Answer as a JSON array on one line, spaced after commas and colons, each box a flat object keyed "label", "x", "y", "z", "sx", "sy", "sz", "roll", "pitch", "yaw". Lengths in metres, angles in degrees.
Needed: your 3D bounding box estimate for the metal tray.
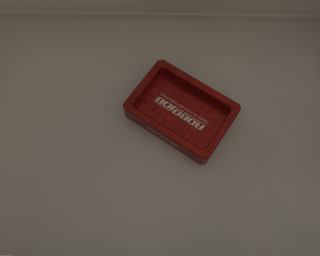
[{"label": "metal tray", "x": 0.028, "y": -0.023, "z": 0.415, "sx": 0.130, "sy": 0.030, "sz": 0.090, "roll": 33, "pitch": 73, "yaw": 11}]
